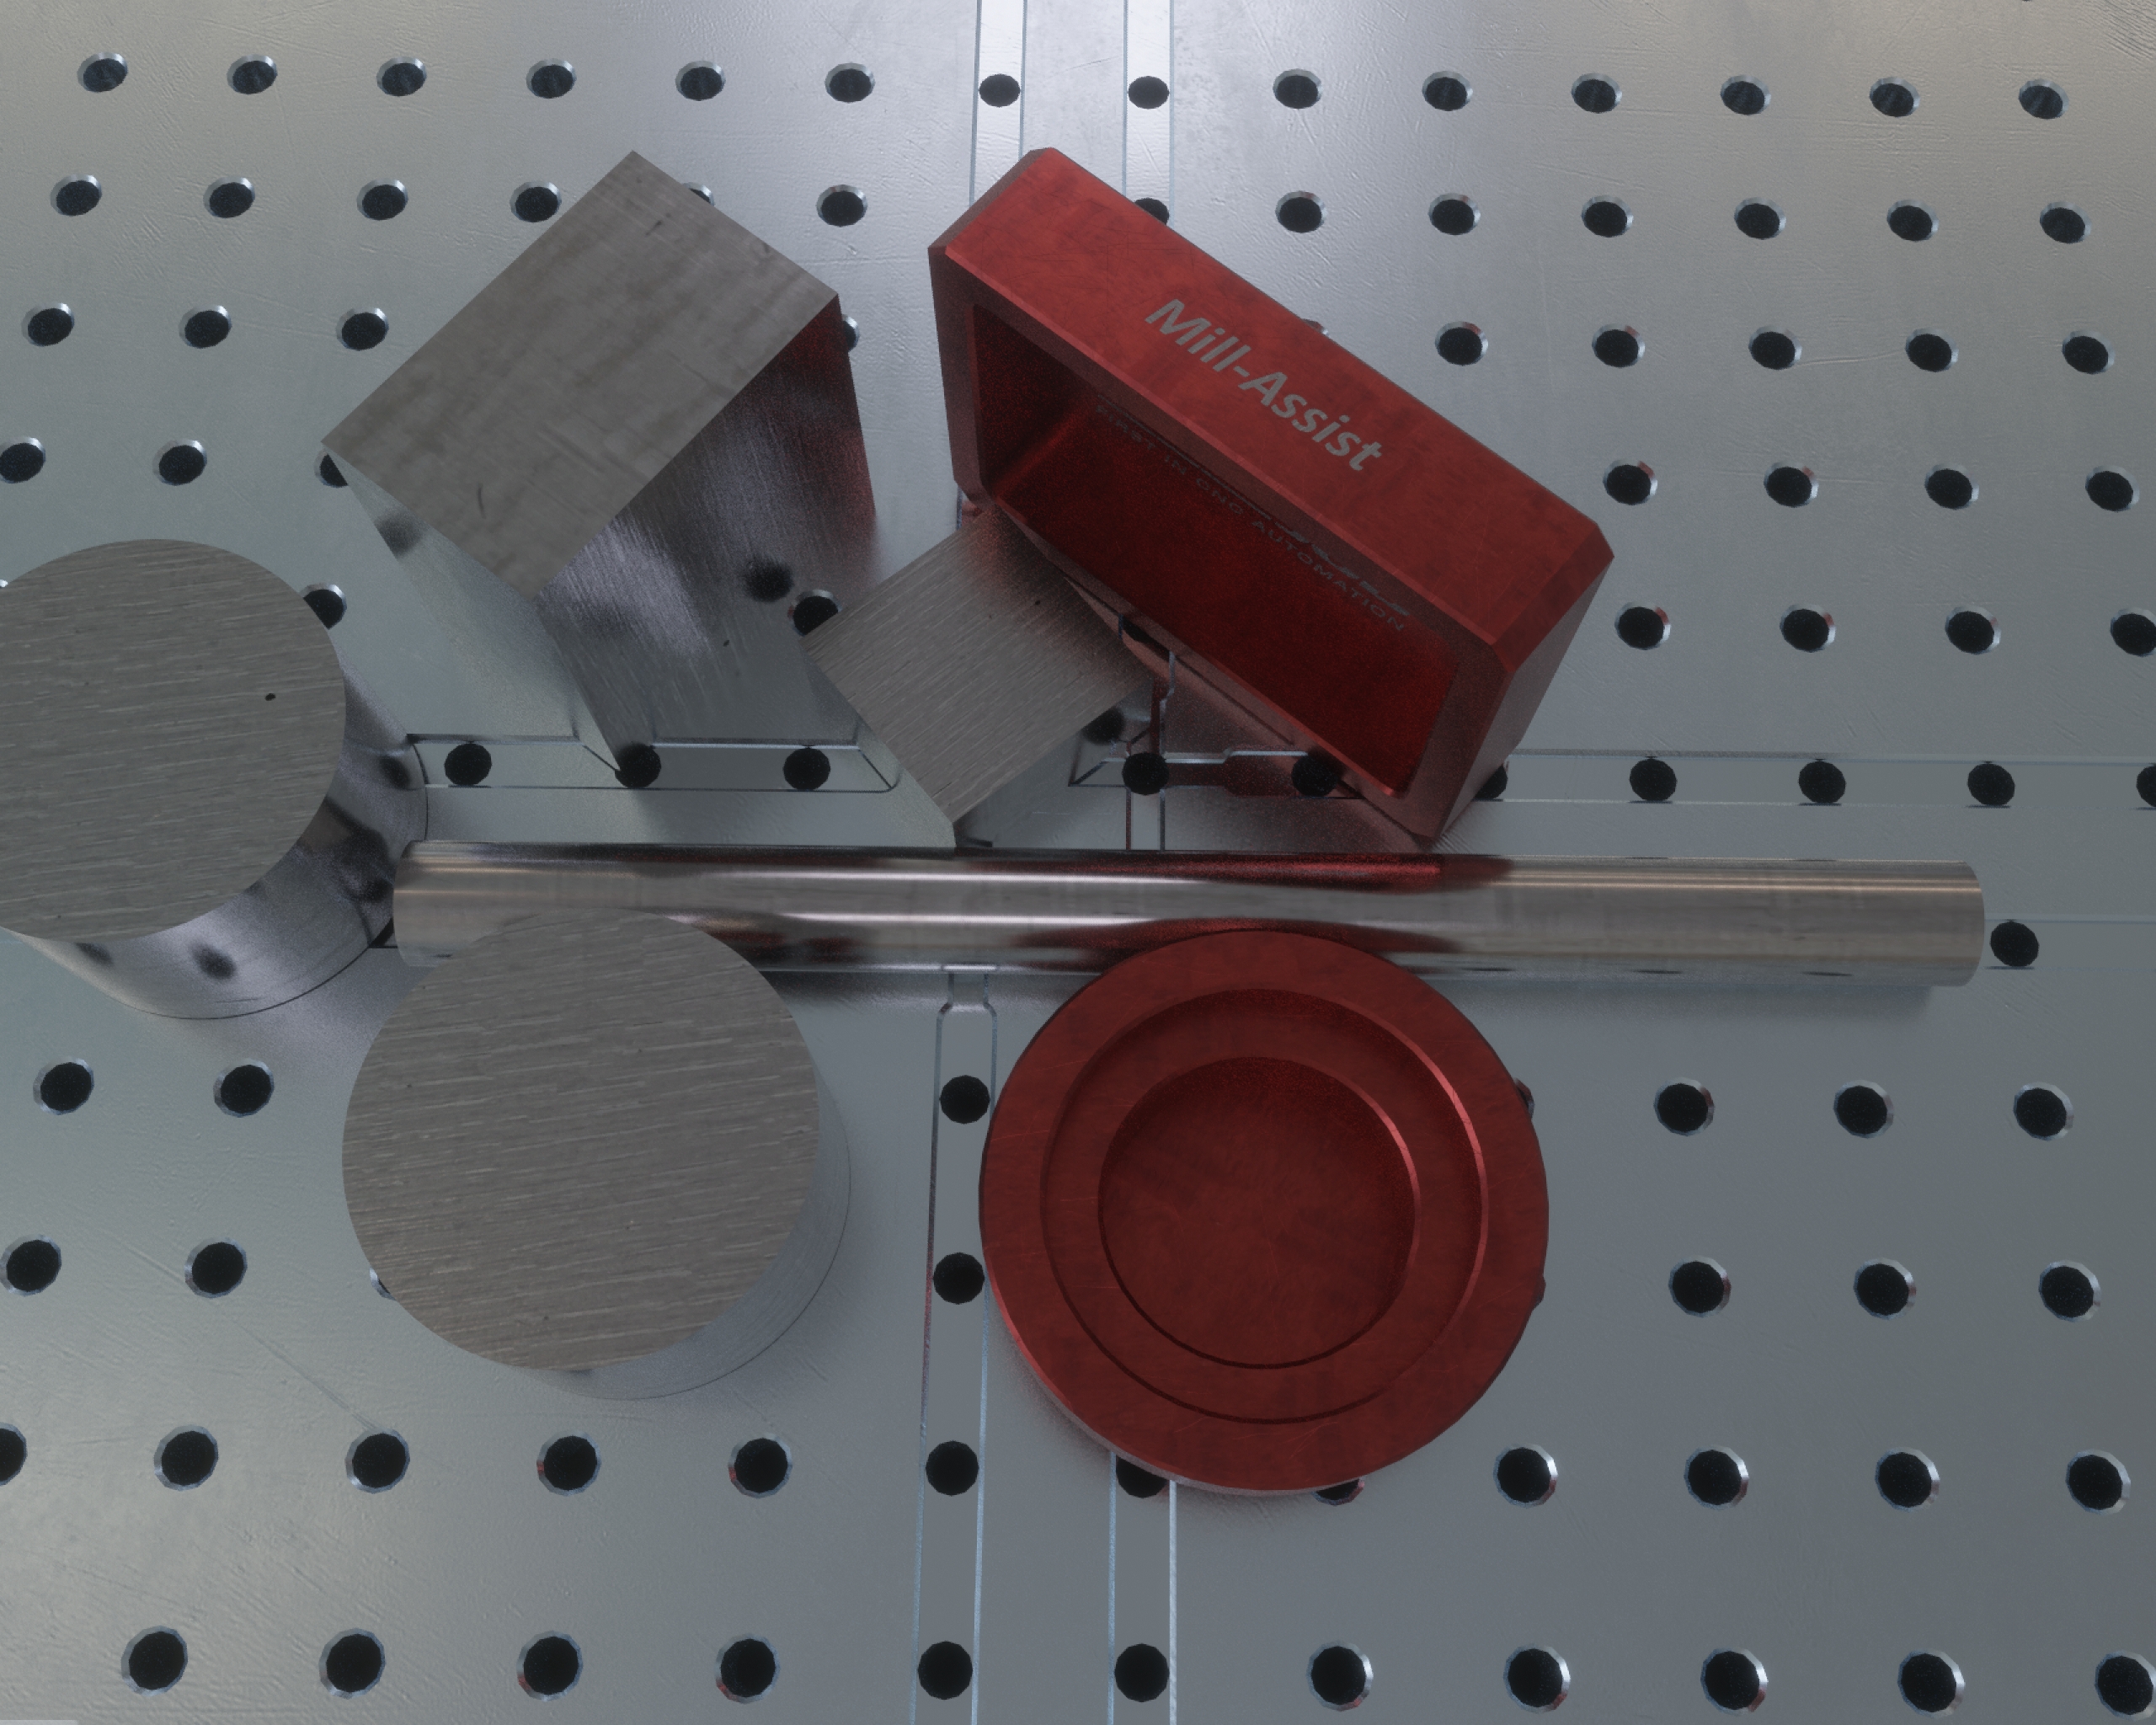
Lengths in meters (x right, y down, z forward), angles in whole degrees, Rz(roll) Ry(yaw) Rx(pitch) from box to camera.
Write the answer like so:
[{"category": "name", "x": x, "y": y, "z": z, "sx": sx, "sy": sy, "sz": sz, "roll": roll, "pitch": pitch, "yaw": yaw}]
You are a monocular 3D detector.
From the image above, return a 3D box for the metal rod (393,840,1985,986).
[{"category": "metal rod", "x": 0.021, "y": 0.010, "z": 0.408, "sx": 0.302, "sy": 0.025, "sz": 0.025, "roll": 1, "pitch": 70, "yaw": 0}]

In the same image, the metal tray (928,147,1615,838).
[{"category": "metal tray", "x": 0.032, "y": -0.068, "z": 0.402, "sx": 0.130, "sy": 0.090, "sz": 0.030, "roll": 38, "pitch": 75, "yaw": 13}]

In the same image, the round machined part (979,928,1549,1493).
[{"category": "round machined part", "x": 0.032, "y": 0.064, "z": 0.379, "sx": 0.099, "sy": 0.042, "sz": 0.098, "roll": 0, "pitch": 70, "yaw": 0}]

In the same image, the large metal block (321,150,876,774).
[{"category": "large metal block", "x": -0.088, "y": -0.075, "z": 0.410, "sx": 0.050, "sy": 0.080, "sz": 0.080, "roll": 37, "pitch": 74, "yaw": 12}]

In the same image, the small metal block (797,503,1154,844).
[{"category": "small metal block", "x": -0.020, "y": -0.036, "z": 0.425, "sx": 0.050, "sy": 0.025, "sz": 0.050, "roll": -37, "pitch": 74, "yaw": -13}]

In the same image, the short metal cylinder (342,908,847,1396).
[{"category": "short metal cylinder", "x": -0.084, "y": 0.054, "z": 0.377, "sx": 0.081, "sy": 0.050, "sz": 0.080, "roll": 0, "pitch": 70, "yaw": 0}]

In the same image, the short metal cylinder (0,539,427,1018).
[{"category": "short metal cylinder", "x": -0.173, "y": -0.015, "z": 0.402, "sx": 0.081, "sy": 0.050, "sz": 0.080, "roll": 0, "pitch": 70, "yaw": 0}]
